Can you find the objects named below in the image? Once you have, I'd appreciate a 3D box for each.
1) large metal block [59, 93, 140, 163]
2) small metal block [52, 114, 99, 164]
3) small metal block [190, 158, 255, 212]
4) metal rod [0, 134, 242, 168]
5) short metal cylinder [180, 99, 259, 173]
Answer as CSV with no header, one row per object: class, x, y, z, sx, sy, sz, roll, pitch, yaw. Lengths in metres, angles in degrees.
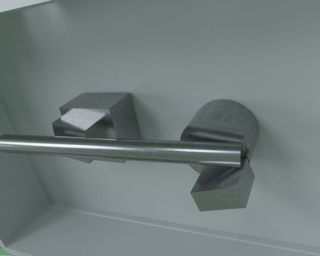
large metal block,-0.080,-0.002,0.428,0.080,0.050,0.079,3,120,26
small metal block,-0.109,0.014,0.406,0.050,0.025,0.050,12,123,21
small metal block,0.067,0.059,0.325,0.050,0.050,0.025,-15,111,34
metal rod,-0.061,0.024,0.361,0.301,0.025,0.025,1,119,18
short metal cylinder,0.070,0.013,0.361,0.080,0.050,0.079,13,124,20
